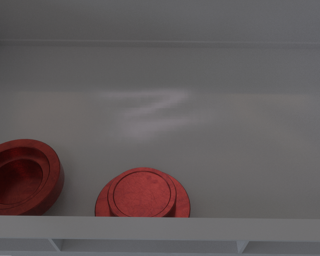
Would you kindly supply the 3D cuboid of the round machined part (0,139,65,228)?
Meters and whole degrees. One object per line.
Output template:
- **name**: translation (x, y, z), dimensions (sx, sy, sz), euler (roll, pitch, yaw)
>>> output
- **round machined part**: translation (-0.155, 0.063, 0.340), dimensions (0.099, 0.042, 0.098), euler (0, 50, 0)

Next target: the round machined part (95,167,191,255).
- **round machined part**: translation (-0.018, 0.079, 0.320), dimensions (0.099, 0.042, 0.098), euler (0, 43, 0)
